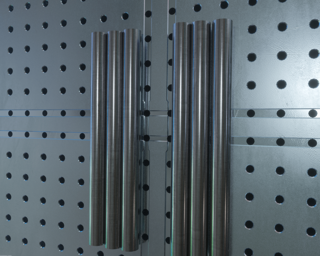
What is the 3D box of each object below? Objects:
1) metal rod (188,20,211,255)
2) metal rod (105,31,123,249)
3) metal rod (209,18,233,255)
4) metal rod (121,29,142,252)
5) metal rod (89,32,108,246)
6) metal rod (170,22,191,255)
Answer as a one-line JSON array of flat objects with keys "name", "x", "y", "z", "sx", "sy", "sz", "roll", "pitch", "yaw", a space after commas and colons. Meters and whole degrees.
[{"name": "metal rod", "x": 0.050, "y": 0.017, "z": 0.394, "sx": 0.025, "sy": 0.025, "sz": 0.298, "roll": 1, "pitch": 90, "yaw": 20}, {"name": "metal rod", "x": -0.063, "y": 0.016, "z": 0.435, "sx": 0.025, "sy": 0.025, "sz": 0.298, "roll": 1, "pitch": 90, "yaw": 20}, {"name": "metal rod", "x": 0.076, "y": 0.017, "z": 0.385, "sx": 0.025, "sy": 0.025, "sz": 0.298, "roll": 1, "pitch": 90, "yaw": 20}, {"name": "metal rod", "x": -0.040, "y": 0.016, "z": 0.426, "sx": 0.025, "sy": 0.025, "sz": 0.298, "roll": 1, "pitch": 90, "yaw": 20}, {"name": "metal rod", "x": -0.088, "y": 0.015, "z": 0.444, "sx": 0.025, "sy": 0.025, "sz": 0.298, "roll": 1, "pitch": 90, "yaw": 20}, {"name": "metal rod", "x": 0.027, "y": 0.016, "z": 0.403, "sx": 0.025, "sy": 0.025, "sz": 0.298, "roll": 1, "pitch": 90, "yaw": 20}]
